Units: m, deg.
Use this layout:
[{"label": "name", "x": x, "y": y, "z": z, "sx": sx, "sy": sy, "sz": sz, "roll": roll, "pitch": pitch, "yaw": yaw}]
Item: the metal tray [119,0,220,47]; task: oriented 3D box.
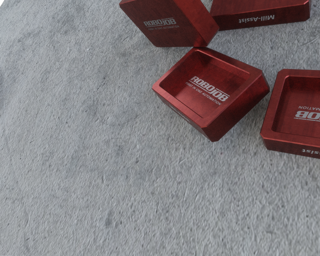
[{"label": "metal tray", "x": 0.009, "y": -0.154, "z": 0.428, "sx": 0.030, "sy": 0.090, "sz": 0.130, "roll": -55, "pitch": 34, "yaw": -10}]

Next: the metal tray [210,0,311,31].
[{"label": "metal tray", "x": 0.144, "y": -0.188, "z": 0.441, "sx": 0.130, "sy": 0.030, "sz": 0.090, "roll": 3, "pitch": 63, "yaw": 29}]

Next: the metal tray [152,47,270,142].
[{"label": "metal tray", "x": 0.056, "y": -0.049, "z": 0.384, "sx": 0.090, "sy": 0.030, "sz": 0.130, "roll": -43, "pitch": 39, "yaw": -2}]

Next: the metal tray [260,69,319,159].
[{"label": "metal tray", "x": 0.179, "y": -0.013, "z": 0.314, "sx": 0.130, "sy": 0.030, "sz": 0.090, "roll": 10, "pitch": 66, "yaw": 32}]
